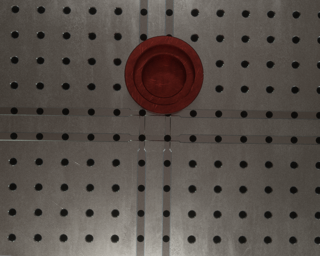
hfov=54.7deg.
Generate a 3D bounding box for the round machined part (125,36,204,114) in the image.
[{"bbox_3d":[0.005,-0.066,0.405,0.099,0.042,0.097,0,90,-1],"label":"round machined part"}]
